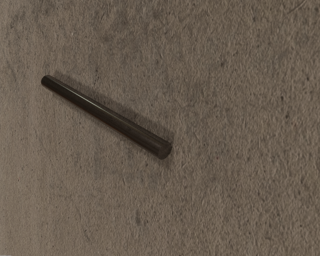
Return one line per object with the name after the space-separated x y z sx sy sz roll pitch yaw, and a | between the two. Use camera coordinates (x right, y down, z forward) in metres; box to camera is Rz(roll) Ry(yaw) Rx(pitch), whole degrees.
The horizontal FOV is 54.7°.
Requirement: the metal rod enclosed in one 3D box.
-0.101 -0.028 0.485 0.300 0.025 0.025 28 108 36 | metal rod
